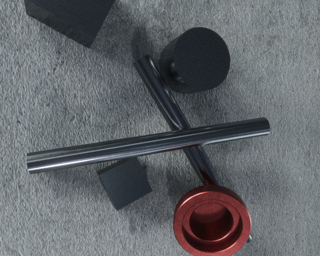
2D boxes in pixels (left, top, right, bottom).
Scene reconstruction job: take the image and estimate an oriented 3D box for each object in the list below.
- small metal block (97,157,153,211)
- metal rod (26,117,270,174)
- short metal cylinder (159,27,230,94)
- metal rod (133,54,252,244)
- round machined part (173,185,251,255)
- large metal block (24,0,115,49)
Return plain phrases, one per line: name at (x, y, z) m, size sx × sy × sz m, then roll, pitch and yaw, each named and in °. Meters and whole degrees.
small metal block at (-0.045, 0.068, 0.393) m, size 0.050 × 0.025 × 0.050 m, roll -26°, pitch 99°, yaw -18°
metal rod at (-0.004, 0.019, 0.387) m, size 0.302 × 0.025 × 0.025 m, roll -8°, pitch 93°, yaw -13°
short metal cylinder at (0.045, -0.087, 0.414) m, size 0.081 × 0.050 × 0.079 m, roll 0°, pitch 90°, yaw -21°
metal rod at (0.050, 0.037, 0.428) m, size 0.025 × 0.025 × 0.299 m, roll -34°, pitch 101°, yaw -17°
round machined part at (0.067, 0.120, 0.413) m, size 0.099 × 0.042 × 0.097 m, roll 1°, pitch 104°, yaw 3°
large metal block at (-0.098, -0.153, 0.360) m, size 0.080 × 0.050 × 0.080 m, roll 27°, pitch 81°, yaw -18°
